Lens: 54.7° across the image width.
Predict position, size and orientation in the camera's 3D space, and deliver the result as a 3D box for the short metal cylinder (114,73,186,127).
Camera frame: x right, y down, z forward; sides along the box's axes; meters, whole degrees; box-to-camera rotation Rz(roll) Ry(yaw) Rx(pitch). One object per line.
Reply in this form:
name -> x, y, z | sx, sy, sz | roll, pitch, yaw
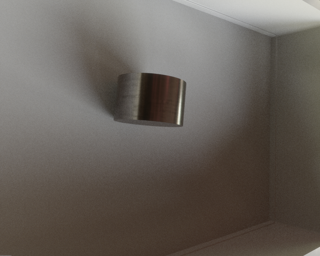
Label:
short metal cylinder -> -0.011, -0.030, 0.361 | 0.081, 0.080, 0.050 | 8, 85, -40
